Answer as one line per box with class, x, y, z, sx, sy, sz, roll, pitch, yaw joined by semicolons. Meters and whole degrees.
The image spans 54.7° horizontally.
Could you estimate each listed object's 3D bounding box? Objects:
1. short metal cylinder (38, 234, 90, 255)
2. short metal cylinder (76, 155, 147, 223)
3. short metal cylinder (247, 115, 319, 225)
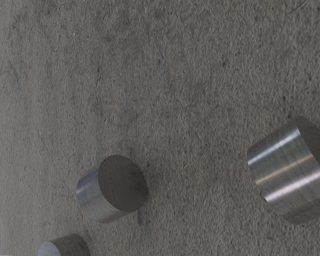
short metal cylinder;-0.162;0.225;0.523;0.080;0.050;0.080;0;90;40
short metal cylinder;-0.065;0.083;0.423;0.050;0.081;0.080;-34;69;35
short metal cylinder;0.122;0.036;0.268;0.050;0.081;0.080;-41;65;32
